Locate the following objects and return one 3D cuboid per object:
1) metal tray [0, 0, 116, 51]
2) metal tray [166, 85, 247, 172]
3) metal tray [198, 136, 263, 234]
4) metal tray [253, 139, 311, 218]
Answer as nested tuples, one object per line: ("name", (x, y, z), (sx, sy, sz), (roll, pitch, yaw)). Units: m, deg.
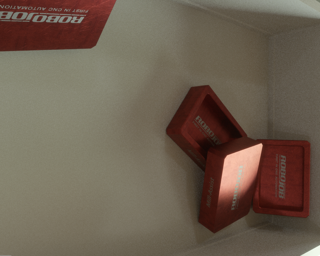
("metal tray", (-0.107, -0.111, 0.273), (0.131, 0.090, 0.030), (-14, 67, -39))
("metal tray", (0.076, 0.010, 0.469), (0.130, 0.030, 0.090), (46, 63, -31))
("metal tray", (0.107, 0.084, 0.469), (0.091, 0.030, 0.129), (-13, 116, -38))
("metal tray", (0.212, 0.085, 0.543), (0.030, 0.090, 0.129), (5, 87, -72))
